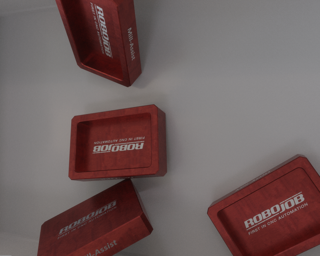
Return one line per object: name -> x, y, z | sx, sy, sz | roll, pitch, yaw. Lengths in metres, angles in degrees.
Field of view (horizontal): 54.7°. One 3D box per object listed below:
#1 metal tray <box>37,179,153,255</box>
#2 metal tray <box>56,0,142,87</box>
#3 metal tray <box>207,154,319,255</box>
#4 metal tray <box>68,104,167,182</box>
metal tray -> -0.081, 0.122, 0.380 | 0.131, 0.090, 0.030 | -27, 114, -6
metal tray -> -0.073, -0.118, 0.385 | 0.090, 0.129, 0.030 | 24, 59, 18
metal tray -> 0.133, 0.101, 0.360 | 0.130, 0.030, 0.090 | -35, 79, 16
metal tray -> -0.058, 0.023, 0.417 | 0.130, 0.030, 0.090 | -7, 74, 19
